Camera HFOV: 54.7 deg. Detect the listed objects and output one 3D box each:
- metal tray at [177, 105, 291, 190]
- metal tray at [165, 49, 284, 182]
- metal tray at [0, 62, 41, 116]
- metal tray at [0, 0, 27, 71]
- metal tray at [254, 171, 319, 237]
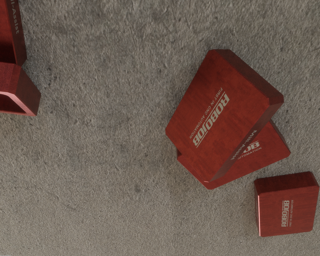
[{"bbox_3d":[0.099,0.029,0.430,0.130,0.030,0.090,-29,125,22],"label":"metal tray"},{"bbox_3d":[0.065,-0.012,0.354,0.030,0.090,0.129,-12,142,-41],"label":"metal tray"},{"bbox_3d":[-0.207,-0.045,0.332,0.131,0.030,0.090,7,166,-6],"label":"metal tray"},{"bbox_3d":[-0.188,-0.120,0.300,0.091,0.030,0.129,6,130,-5],"label":"metal tray"},{"bbox_3d":[0.208,0.131,0.518,0.090,0.030,0.129,-10,130,8],"label":"metal tray"}]
